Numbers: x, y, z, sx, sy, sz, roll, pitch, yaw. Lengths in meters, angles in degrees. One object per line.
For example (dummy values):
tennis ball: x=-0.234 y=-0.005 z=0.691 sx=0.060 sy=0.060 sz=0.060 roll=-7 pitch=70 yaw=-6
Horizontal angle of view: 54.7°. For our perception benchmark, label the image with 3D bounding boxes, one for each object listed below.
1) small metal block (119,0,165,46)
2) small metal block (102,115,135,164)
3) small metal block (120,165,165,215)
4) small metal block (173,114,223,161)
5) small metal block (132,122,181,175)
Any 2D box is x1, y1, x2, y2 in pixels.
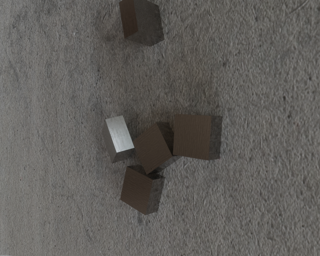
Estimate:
small metal block: x=-0.024 y=-0.140 z=0.408 sx=0.025 sy=0.050 sz=0.050 roll=-15 pitch=80 yaw=39
small metal block: x=-0.061 y=0.017 z=0.441 sx=0.050 sy=0.025 sz=0.050 roll=68 pitch=157 yaw=17
small metal block: x=-0.024 y=0.083 z=0.425 sx=0.050 sy=0.025 sz=0.050 roll=20 pitch=103 yaw=38
small metal block: x=0.044 y=0.009 z=0.368 sx=0.050 sy=0.025 sz=0.050 roll=6 pitch=94 yaw=40
small metal block: x=-0.003 y=0.027 z=0.408 sx=0.050 sy=0.025 sz=0.050 roll=-39 pitch=66 yaw=33
